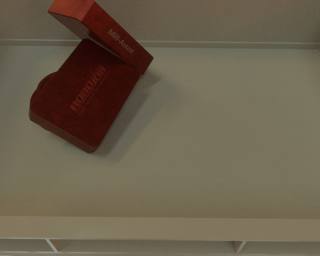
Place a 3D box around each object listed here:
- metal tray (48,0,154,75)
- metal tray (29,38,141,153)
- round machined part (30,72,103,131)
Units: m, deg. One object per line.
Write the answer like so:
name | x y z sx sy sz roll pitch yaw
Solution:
metal tray | -0.079 -0.128 0.432 0.090 0.130 0.030 29 86 42
metal tray | -0.093 -0.044 0.402 0.090 0.030 0.130 32 60 -11
round machined part | -0.130 -0.043 0.429 0.099 0.042 0.098 0 50 0
